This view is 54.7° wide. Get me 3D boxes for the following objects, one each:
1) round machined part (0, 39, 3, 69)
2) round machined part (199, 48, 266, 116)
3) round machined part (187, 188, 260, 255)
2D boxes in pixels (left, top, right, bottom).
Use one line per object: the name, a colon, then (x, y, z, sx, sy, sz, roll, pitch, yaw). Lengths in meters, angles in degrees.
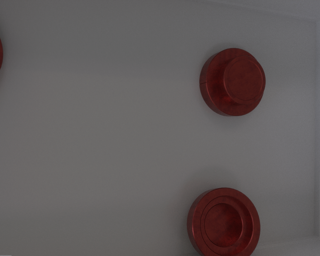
round machined part: (-0.206, -0.080, 0.305, 0.099, 0.042, 0.097, -6, 98, -47)
round machined part: (0.110, -0.066, 0.442, 0.099, 0.042, 0.097, 0, 90, -20)
round machined part: (0.083, 0.132, 0.424, 0.099, 0.042, 0.098, 4, 75, -15)
